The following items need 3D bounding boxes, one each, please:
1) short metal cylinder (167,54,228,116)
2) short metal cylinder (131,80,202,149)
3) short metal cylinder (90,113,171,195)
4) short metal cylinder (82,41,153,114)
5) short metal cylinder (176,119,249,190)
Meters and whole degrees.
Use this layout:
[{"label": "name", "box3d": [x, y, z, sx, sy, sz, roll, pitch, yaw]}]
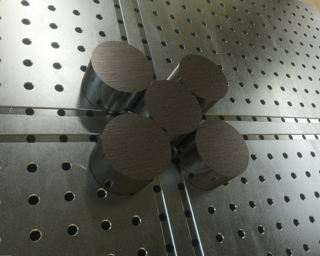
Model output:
[{"label": "short metal cylinder", "box3d": [0.052, -0.061, 0.456, 0.081, 0.050, 0.080, 14, 56, -21]}, {"label": "short metal cylinder", "box3d": [0.007, -0.016, 0.407, 0.081, 0.050, 0.080, 14, 56, -21]}, {"label": "short metal cylinder", "box3d": [-0.034, 0.030, 0.355, 0.081, 0.050, 0.080, 14, 56, -21]}, {"label": "short metal cylinder", "box3d": [-0.056, -0.065, 0.402, 0.081, 0.050, 0.080, 14, 56, -21]}, {"label": "short metal cylinder", "box3d": [0.069, 0.035, 0.409, 0.081, 0.050, 0.080, 14, 56, -21]}]
